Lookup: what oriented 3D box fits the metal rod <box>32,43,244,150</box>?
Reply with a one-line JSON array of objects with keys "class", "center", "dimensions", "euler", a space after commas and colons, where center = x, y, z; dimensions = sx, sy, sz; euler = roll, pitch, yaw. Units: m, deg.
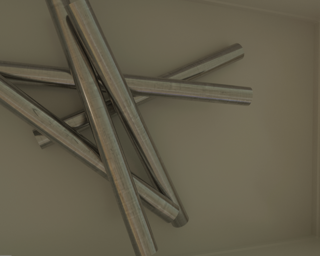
[{"class": "metal rod", "center": [-0.014, -0.049, 0.406], "dimensions": [0.302, 0.025, 0.025], "euler": [-26, 99, -19]}]

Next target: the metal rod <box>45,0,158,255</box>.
[{"class": "metal rod", "center": [-0.064, -0.005, 0.338], "dimensions": [0.025, 0.025, 0.299], "euler": [-19, 90, -19]}]

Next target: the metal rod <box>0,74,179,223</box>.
[{"class": "metal rod", "center": [-0.097, 0.016, 0.347], "dimensions": [0.301, 0.025, 0.025], "euler": [39, 77, -15]}]

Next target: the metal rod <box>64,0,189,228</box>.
[{"class": "metal rod", "center": [-0.028, 0.000, 0.367], "dimensions": [0.025, 0.025, 0.299], "euler": [-31, 113, -17]}]

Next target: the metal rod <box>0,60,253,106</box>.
[{"class": "metal rod", "center": [-0.032, -0.052, 0.375], "dimensions": [0.302, 0.025, 0.025], "euler": [4, 89, -12]}]
